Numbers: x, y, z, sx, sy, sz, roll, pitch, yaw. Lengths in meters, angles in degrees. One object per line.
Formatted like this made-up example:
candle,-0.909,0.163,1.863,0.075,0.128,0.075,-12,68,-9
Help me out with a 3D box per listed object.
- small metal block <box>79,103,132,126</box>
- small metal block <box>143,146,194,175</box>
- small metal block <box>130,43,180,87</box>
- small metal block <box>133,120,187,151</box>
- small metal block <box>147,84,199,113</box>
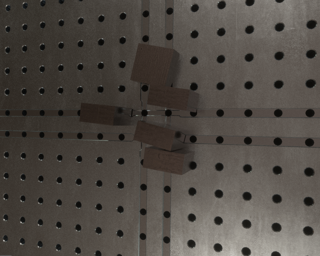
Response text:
small metal block,-0.073,-0.018,0.424,0.050,0.050,0.025,7,93,19
small metal block,0.012,0.039,0.394,0.050,0.050,0.025,9,93,19
small metal block,-0.007,-0.082,0.414,0.050,0.025,0.050,15,95,19
small metal block,0.001,0.009,0.398,0.050,0.050,0.025,16,95,19
small metal block,0.018,-0.037,0.392,0.050,0.050,0.025,11,94,19
